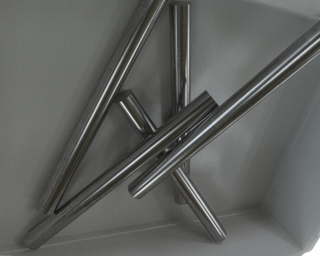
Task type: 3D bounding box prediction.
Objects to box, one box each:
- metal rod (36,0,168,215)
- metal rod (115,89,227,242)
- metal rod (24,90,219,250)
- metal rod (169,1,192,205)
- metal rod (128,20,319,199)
[{"bbox_3d":[-0.071,-0.023,0.355,0.025,0.025,0.298,20,108,-36],"label":"metal rod"},{"bbox_3d":[0.028,0.070,0.438,0.025,0.025,0.299,-36,120,-4],"label":"metal rod"},{"bbox_3d":[-0.054,0.058,0.383,0.300,0.025,0.025,-39,130,10],"label":"metal rod"},{"bbox_3d":[0.029,-0.011,0.417,0.025,0.025,0.298,-16,125,-19],"label":"metal rod"},{"bbox_3d":[0.065,-0.006,0.350,0.025,0.025,0.299,25,124,-37],"label":"metal rod"}]
